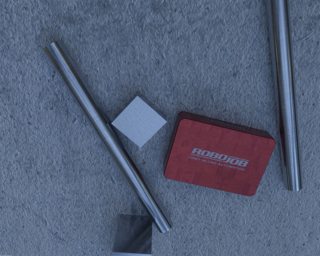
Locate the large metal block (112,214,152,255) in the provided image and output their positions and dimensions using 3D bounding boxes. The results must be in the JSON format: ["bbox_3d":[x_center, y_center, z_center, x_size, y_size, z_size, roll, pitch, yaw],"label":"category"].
[{"bbox_3d":[-0.040,0.184,0.448,0.050,0.080,0.079,5,110,-2],"label":"large metal block"}]

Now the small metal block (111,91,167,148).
[{"bbox_3d":[-0.027,-0.011,0.405,0.050,0.025,0.050,41,105,-14],"label":"small metal block"}]

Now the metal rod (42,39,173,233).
[{"bbox_3d":[-0.061,0.024,0.417,0.025,0.025,0.299,-26,108,9],"label":"metal rod"}]

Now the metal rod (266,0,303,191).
[{"bbox_3d":[0.158,-0.053,0.392,0.025,0.025,0.298,-12,110,4],"label":"metal rod"}]

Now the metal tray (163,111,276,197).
[{"bbox_3d":[0.078,0.036,0.422,0.131,0.030,0.089,13,110,-6],"label":"metal tray"}]
